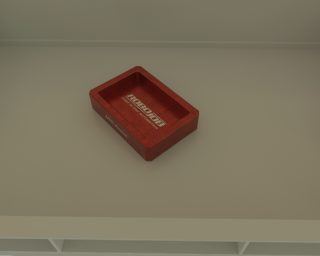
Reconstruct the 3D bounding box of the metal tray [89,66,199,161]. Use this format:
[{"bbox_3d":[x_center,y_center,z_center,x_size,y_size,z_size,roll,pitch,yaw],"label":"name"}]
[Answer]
[{"bbox_3d":[-0.023,-0.025,0.423,0.091,0.030,0.130,-34,58,-25],"label":"metal tray"}]
